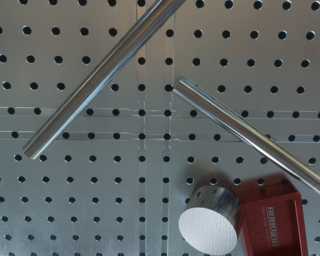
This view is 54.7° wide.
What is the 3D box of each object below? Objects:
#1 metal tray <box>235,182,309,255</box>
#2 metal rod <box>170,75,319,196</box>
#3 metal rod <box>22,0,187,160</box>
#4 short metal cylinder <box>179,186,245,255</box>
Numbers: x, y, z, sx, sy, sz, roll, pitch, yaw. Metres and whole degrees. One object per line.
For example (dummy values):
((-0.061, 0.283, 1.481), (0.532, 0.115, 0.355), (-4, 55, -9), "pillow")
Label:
((0.168, 0.152, 0.469), (0.090, 0.030, 0.129), (-14, 110, 4), "metal tray")
((0.143, 0.025, 0.424), (0.301, 0.025, 0.025), (33, 106, -12), "metal rod")
((-0.071, -0.067, 0.387), (0.025, 0.025, 0.299), (43, 104, -14), "metal rod")
((0.073, 0.128, 0.433), (0.080, 0.050, 0.079), (12, 119, 22), "short metal cylinder")
